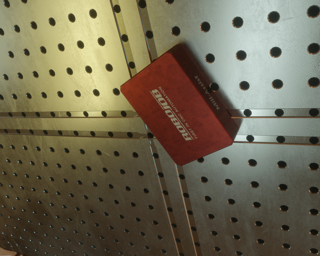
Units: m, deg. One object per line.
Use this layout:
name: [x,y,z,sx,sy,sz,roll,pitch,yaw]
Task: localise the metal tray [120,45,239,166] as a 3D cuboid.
metal tray: [0.023,-0.023,0.382,0.090,0.030,0.130,-29,103,37]
